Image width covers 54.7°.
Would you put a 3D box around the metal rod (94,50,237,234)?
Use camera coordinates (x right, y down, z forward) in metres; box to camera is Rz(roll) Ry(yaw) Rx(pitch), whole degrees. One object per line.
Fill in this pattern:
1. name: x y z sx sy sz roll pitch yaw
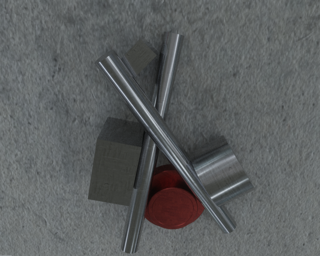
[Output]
1. metal rod: 0.021 0.035 0.388 0.025 0.025 0.299 -31 116 10

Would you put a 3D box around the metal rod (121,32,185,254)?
1. metal rod: -0.013 0.029 0.405 0.025 0.025 0.298 11 104 -5

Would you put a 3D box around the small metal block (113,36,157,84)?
1. small metal block: -0.030 -0.080 0.367 0.050 0.050 0.025 -43 105 14

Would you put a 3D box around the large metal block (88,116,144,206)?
1. large metal block: -0.054 0.039 0.396 0.050 0.080 0.079 11 110 -5

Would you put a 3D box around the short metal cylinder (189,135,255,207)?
1. short metal cylinder: 0.081 0.056 0.404 0.050 0.080 0.080 -30 108 10

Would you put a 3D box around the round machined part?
1. round machined part: 0.017 0.104 0.441 0.099 0.042 0.097 0 110 -1
